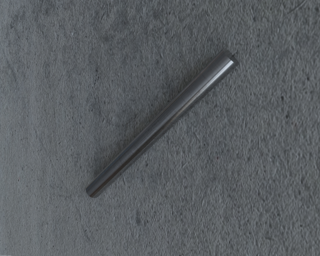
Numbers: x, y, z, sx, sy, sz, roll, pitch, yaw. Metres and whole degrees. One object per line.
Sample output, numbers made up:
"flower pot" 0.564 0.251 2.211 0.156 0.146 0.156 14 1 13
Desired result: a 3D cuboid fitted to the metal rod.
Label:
"metal rod" -0.014 0.011 0.417 0.299 0.025 0.025 -44 64 30
